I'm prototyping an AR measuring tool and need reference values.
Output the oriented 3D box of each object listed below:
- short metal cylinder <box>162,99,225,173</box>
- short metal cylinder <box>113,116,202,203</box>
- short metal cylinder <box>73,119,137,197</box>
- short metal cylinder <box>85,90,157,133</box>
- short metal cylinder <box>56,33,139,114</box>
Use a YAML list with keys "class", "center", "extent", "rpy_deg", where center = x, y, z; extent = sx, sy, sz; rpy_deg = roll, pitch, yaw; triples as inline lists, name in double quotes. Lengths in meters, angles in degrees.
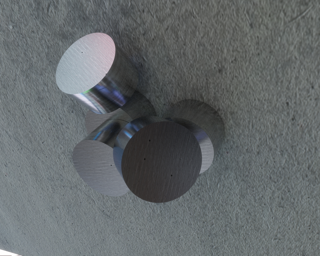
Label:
- class: "short metal cylinder"
  center: [0.034, 0.011, 0.379]
  extent: [0.080, 0.050, 0.079]
  rpy_deg: [13, 124, 20]
- class: "short metal cylinder"
  center: [-0.004, 0.030, 0.318]
  extent: [0.080, 0.080, 0.050]
  rpy_deg: [61, 169, -16]
- class: "short metal cylinder"
  center: [-0.058, 0.036, 0.378]
  extent: [0.080, 0.050, 0.079]
  rpy_deg: [13, 124, 20]
- class: "short metal cylinder"
  center: [-0.051, -0.007, 0.412]
  extent: [0.080, 0.050, 0.079]
  rpy_deg: [13, 124, 20]
- class: "short metal cylinder"
  center: [-0.073, -0.063, 0.362]
  extent: [0.080, 0.080, 0.050]
  rpy_deg: [0, 157, 28]
